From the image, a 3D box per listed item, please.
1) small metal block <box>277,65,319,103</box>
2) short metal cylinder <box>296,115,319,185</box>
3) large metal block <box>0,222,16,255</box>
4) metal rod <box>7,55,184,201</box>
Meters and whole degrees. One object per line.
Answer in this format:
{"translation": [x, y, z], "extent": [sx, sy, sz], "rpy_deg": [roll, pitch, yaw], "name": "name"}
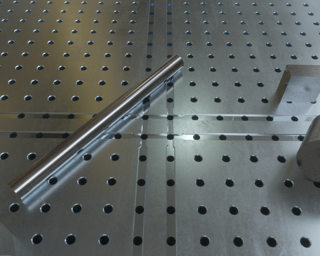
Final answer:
{"translation": [0.203, -0.063, 0.446], "extent": [0.050, 0.050, 0.025], "rpy_deg": [1, 50, 1], "name": "small metal block"}
{"translation": [0.204, 0.027, 0.351], "extent": [0.080, 0.080, 0.050], "rpy_deg": [27, 55, 20], "name": "short metal cylinder"}
{"translation": [-0.176, 0.137, 0.275], "extent": [0.081, 0.050, 0.080], "rpy_deg": [-19, 53, -16], "name": "large metal block"}
{"translation": [-0.067, -0.017, 0.421], "extent": [0.025, 0.025, 0.301], "rpy_deg": [32, 57, 24], "name": "metal rod"}
